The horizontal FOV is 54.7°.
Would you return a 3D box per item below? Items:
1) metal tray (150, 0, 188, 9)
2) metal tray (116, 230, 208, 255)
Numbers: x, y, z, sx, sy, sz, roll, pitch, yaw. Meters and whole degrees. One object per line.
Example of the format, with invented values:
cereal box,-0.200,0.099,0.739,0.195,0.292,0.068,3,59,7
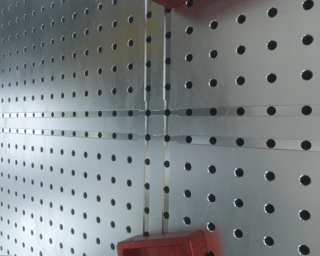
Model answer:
metal tray,0.032,-0.182,0.338,0.130,0.091,0.030,-12,83,39
metal tray,0.005,0.186,0.400,0.130,0.030,0.090,-21,77,37
